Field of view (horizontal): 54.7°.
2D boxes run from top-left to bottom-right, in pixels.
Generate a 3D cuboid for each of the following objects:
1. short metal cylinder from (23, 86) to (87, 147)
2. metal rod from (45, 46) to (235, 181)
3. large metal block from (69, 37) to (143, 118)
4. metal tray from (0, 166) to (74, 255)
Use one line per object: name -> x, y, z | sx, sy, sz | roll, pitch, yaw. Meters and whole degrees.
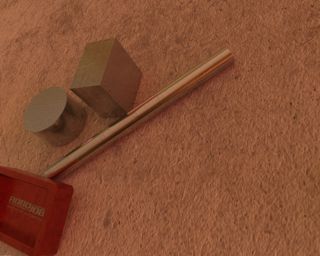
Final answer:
short metal cylinder -> -0.162, -0.017, 0.481 | 0.080, 0.050, 0.080 | -13, 56, 20
metal rod -> -0.031, -0.015, 0.427 | 0.300, 0.025, 0.025 | -34, 52, 5
large metal block -> -0.074, -0.069, 0.448 | 0.050, 0.080, 0.080 | -3, 61, 27
metal tray -> -0.182, 0.107, 0.414 | 0.130, 0.030, 0.090 | 8, 80, 31
